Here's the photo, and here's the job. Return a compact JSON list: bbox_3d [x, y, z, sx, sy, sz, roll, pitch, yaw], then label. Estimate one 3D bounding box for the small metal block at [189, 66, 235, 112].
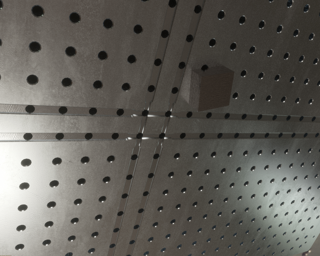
[{"bbox_3d":[0.069,-0.054,0.418,0.050,0.025,0.050,-12,124,-22],"label":"small metal block"}]
